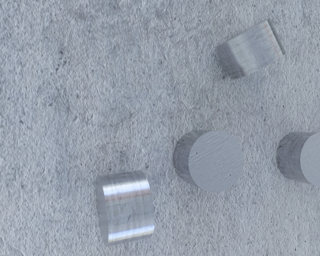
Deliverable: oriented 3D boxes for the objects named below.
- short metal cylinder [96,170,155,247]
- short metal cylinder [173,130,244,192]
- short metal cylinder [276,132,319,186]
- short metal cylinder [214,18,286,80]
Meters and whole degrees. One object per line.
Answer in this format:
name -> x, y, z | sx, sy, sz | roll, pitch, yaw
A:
short metal cylinder -> -0.043, 0.093, 0.364 | 0.050, 0.080, 0.079 | -5, 92, -20
short metal cylinder -> 0.064, 0.042, 0.419 | 0.081, 0.050, 0.080 | 0, 90, -20
short metal cylinder -> 0.230, 0.046, 0.480 | 0.081, 0.050, 0.080 | 0, 90, -20
short metal cylinder -> 0.123, -0.108, 0.425 | 0.080, 0.080, 0.050 | -32, 101, -17
